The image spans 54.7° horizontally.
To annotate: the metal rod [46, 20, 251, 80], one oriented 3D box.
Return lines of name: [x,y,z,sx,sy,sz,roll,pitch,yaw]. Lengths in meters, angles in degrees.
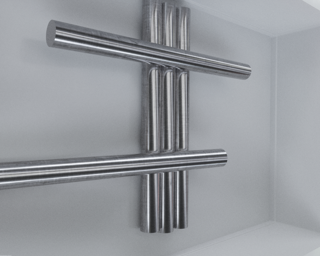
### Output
metal rod: [0.015,-0.087,0.384,0.302,0.025,0.025,0,90,-40]

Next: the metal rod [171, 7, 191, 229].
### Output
metal rod: [0.028,-0.014,0.427,0.025,0.025,0.298,1,89,-40]

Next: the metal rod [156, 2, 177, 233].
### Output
metal rod: [0.008,-0.014,0.412,0.025,0.025,0.298,1,89,-40]

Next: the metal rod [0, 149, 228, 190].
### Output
metal rod: [-0.043,0.042,0.346,0.303,0.025,0.025,-1,91,-33]

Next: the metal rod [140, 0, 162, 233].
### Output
metal rod: [-0.011,-0.019,0.396,0.025,0.025,0.298,1,90,-40]
